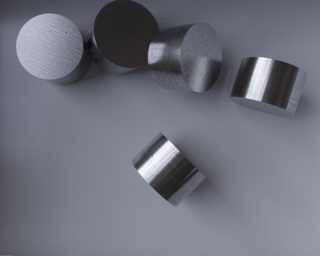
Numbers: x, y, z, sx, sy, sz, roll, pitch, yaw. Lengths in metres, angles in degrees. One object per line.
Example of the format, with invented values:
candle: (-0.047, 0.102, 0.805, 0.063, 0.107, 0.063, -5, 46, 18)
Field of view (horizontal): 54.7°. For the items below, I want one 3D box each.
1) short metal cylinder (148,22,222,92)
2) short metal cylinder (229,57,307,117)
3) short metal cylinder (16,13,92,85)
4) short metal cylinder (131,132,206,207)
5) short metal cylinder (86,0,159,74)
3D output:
short metal cylinder: (0.032, -0.085, 0.378, 0.050, 0.081, 0.080, 11, 90, 43)
short metal cylinder: (0.133, -0.050, 0.386, 0.080, 0.080, 0.050, 18, 90, -1)
short metal cylinder: (-0.133, -0.098, 0.397, 0.081, 0.050, 0.079, 0, 90, 0)
short metal cylinder: (0.011, 0.050, 0.384, 0.050, 0.080, 0.080, -45, 91, 0)
short metal cylinder: (-0.047, -0.111, 0.385, 0.081, 0.050, 0.079, 0, 91, -23)
